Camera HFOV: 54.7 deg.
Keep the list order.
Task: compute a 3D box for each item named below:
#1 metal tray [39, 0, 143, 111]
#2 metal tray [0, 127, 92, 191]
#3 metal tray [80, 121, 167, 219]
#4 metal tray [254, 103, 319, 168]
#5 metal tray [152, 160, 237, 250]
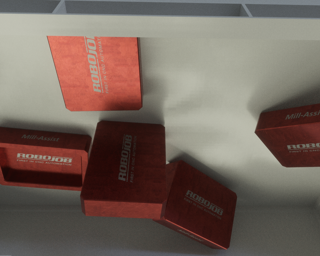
[{"bbox_3d":[-0.067,-0.079,0.338,0.091,0.030,0.129,-1,130,0],"label":"metal tray"},{"bbox_3d":[-0.166,0.047,0.443,0.131,0.030,0.089,6,130,-6],"label":"metal tray"},{"bbox_3d":[-0.039,0.045,0.378,0.091,0.130,0.030,4,130,-4],"label":"metal tray"},{"bbox_3d":[0.197,0.011,0.378,0.130,0.030,0.090,-10,136,47],"label":"metal tray"},{"bbox_3d":[0.056,0.116,0.463,0.130,0.090,0.030,33,147,-25],"label":"metal tray"}]
